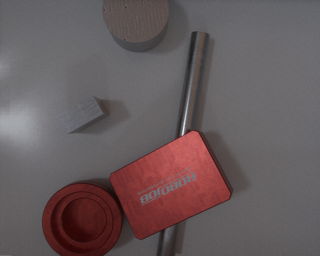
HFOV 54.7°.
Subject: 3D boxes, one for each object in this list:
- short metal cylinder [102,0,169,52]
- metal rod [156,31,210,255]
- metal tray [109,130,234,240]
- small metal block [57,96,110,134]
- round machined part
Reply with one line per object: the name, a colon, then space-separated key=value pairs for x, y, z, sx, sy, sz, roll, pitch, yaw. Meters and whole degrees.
short metal cylinder: x=-0.030 y=-0.143 z=0.398 sx=0.081 sy=0.050 sz=0.079 roll=0 pitch=90 yaw=-1
metal rod: x=0.031 y=0.023 z=0.411 sx=0.025 sy=0.025 sz=0.298 roll=9 pitch=90 yaw=-1
metal tray: x=0.012 y=0.070 z=0.385 sx=0.130 sy=0.030 sz=0.090 roll=-29 pitch=79 yaw=14
small metal block: x=-0.096 y=-0.016 z=0.398 sx=0.050 sy=0.050 sz=0.025 roll=-29 pitch=90 yaw=0
round machined part: x=-0.096 y=0.116 z=0.402 sx=0.099 sy=0.042 sz=0.097 roll=0 pitch=90 yaw=-1
